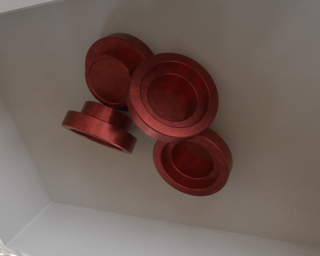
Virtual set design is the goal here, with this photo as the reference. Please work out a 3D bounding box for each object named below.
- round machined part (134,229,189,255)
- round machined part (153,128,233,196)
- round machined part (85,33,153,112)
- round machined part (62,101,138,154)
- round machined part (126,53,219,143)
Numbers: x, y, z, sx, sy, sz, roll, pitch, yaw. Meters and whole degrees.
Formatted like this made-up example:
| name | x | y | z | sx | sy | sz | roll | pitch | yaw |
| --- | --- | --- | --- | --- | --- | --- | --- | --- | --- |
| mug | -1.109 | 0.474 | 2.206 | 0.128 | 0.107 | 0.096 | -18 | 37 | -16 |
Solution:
| name | x | y | z | sx | sy | sz | roll | pitch | yaw |
| --- | --- | --- | --- | --- | --- | --- | --- | --- | --- |
| round machined part | -0.002 | 0.229 | 0.541 | 0.098 | 0.042 | 0.097 | 13 | 124 | 20 |
| round machined part | 0.044 | 0.036 | 0.396 | 0.098 | 0.042 | 0.097 | 13 | 124 | 20 |
| round machined part | -0.053 | -0.064 | 0.385 | 0.098 | 0.042 | 0.097 | 13 | 124 | 20 |
| round machined part | -0.075 | -0.003 | 0.412 | 0.098 | 0.042 | 0.098 | 21 | 169 | 4 |
| round machined part | 0.011 | -0.030 | 0.343 | 0.098 | 0.098 | 0.042 | 41 | 156 | 0 |
